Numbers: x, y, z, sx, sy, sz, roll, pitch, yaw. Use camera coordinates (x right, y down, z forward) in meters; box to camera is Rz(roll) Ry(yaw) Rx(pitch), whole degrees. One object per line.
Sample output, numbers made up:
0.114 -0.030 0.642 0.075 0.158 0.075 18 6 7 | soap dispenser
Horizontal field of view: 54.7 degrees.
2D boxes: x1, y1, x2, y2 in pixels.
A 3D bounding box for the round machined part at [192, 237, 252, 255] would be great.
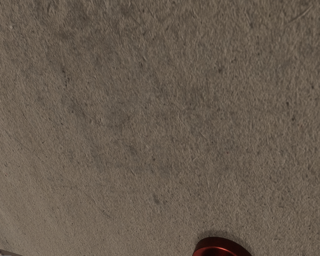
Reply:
0.096 0.221 0.481 0.098 0.042 0.097 13 124 20 | round machined part
